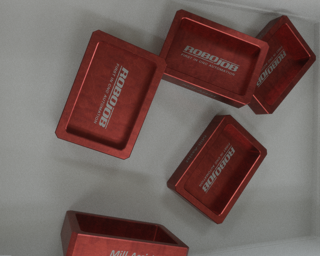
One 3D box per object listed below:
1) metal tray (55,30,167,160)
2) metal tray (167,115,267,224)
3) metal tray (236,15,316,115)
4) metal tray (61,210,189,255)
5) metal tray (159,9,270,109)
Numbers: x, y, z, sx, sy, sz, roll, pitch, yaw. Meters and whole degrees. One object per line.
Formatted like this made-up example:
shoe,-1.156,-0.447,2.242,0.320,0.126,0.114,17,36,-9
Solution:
metal tray,-0.058,-0.037,0.369,0.091,0.030,0.129,21,95,-15
metal tray,0.083,0.056,0.440,0.090,0.030,0.130,41,77,-16
metal tray,0.169,-0.095,0.472,0.090,0.030,0.130,46,75,-15
metal tray,-0.044,0.131,0.360,0.131,0.090,0.030,15,85,-20
metal tray,0.068,-0.091,0.413,0.131,0.030,0.090,21,83,-2
